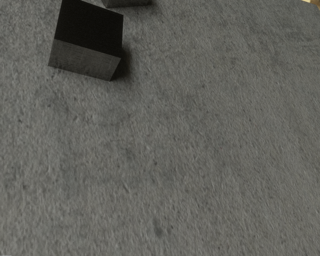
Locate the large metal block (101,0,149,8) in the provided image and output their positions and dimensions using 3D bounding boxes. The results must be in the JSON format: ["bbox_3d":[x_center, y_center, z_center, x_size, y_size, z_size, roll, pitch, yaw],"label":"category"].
[{"bbox_3d":[-0.064,-0.246,0.505,0.081,0.050,0.080,-20,73,-36],"label":"large metal block"}]

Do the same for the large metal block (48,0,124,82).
[{"bbox_3d":[-0.096,-0.117,0.408,0.081,0.050,0.080,12,57,-22],"label":"large metal block"}]
